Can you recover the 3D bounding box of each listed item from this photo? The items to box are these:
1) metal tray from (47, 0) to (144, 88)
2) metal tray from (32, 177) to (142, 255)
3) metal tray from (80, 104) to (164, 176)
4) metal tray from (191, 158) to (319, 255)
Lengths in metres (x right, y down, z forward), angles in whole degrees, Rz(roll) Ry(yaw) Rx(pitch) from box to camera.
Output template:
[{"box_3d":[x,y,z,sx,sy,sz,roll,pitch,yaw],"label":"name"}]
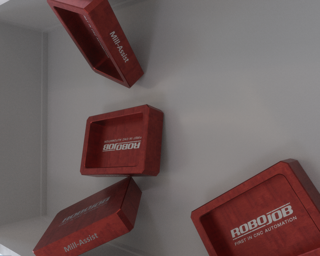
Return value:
[{"box_3d":[-0.082,-0.118,0.412,0.090,0.130,0.030,28,69,36],"label":"metal tray"},{"box_3d":[-0.091,0.122,0.410,0.130,0.090,0.030,-28,104,12],"label":"metal tray"},{"box_3d":[-0.057,0.022,0.437,0.130,0.030,0.090,-8,71,39],"label":"metal tray"},{"box_3d":[0.103,0.101,0.318,0.129,0.030,0.090,-40,66,32],"label":"metal tray"}]
